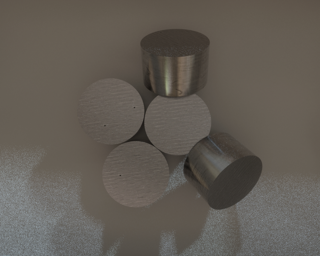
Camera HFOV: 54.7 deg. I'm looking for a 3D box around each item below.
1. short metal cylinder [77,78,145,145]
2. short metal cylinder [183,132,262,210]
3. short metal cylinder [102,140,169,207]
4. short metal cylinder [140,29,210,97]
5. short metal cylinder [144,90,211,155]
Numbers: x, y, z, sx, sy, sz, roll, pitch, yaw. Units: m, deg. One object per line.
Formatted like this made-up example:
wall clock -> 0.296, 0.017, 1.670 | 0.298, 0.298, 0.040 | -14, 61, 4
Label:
short metal cylinder -> -0.059, -0.020, 0.396 | 0.081, 0.050, 0.079 | 0, 90, -1
short metal cylinder -> 0.076, 0.052, 0.378 | 0.081, 0.050, 0.079 | -18, 129, -23
short metal cylinder -> -0.029, 0.055, 0.397 | 0.081, 0.050, 0.079 | 0, 90, -1
short metal cylinder -> 0.018, -0.081, 0.375 | 0.081, 0.080, 0.050 | -3, 129, -1
short metal cylinder -> 0.021, -0.007, 0.397 | 0.081, 0.050, 0.079 | 0, 90, -1
